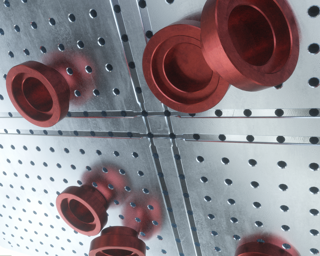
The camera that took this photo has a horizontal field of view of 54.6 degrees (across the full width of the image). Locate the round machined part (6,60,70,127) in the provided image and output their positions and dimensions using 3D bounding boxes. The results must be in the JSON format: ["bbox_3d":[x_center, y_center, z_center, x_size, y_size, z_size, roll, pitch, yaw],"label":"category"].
[{"bbox_3d":[-0.174,-0.053,0.460,0.098,0.042,0.097,13,124,21],"label":"round machined part"}]

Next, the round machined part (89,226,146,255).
[{"bbox_3d":[-0.074,0.208,0.552,0.099,0.042,0.098,0,138,0],"label":"round machined part"}]

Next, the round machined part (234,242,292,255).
[{"bbox_3d":[0.154,0.219,0.454,0.098,0.042,0.097,13,124,21],"label":"round machined part"}]

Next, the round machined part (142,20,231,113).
[{"bbox_3d":[0.034,-0.069,0.340,0.098,0.042,0.097,13,124,21],"label":"round machined part"}]

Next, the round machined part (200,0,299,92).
[{"bbox_3d":[0.076,-0.080,0.281,0.098,0.098,0.042,55,152,-11],"label":"round machined part"}]

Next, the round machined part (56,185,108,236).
[{"bbox_3d":[-0.135,0.144,0.561,0.098,0.042,0.097,13,124,22],"label":"round machined part"}]
